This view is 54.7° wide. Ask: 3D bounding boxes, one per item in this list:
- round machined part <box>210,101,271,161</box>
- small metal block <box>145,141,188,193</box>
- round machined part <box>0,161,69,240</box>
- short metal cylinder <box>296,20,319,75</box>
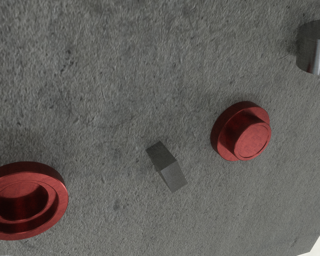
[{"bbox_3d":[0.130,0.011,0.477,0.099,0.042,0.097,-14,125,-21],"label":"round machined part"},{"bbox_3d":[0.009,0.054,0.431,0.025,0.050,0.050,-32,129,-8],"label":"small metal block"},{"bbox_3d":[-0.160,0.078,0.357,0.099,0.042,0.097,-14,125,-21],"label":"round machined part"},{"bbox_3d":[0.236,-0.114,0.432,0.081,0.080,0.050,-22,127,-15],"label":"short metal cylinder"}]
